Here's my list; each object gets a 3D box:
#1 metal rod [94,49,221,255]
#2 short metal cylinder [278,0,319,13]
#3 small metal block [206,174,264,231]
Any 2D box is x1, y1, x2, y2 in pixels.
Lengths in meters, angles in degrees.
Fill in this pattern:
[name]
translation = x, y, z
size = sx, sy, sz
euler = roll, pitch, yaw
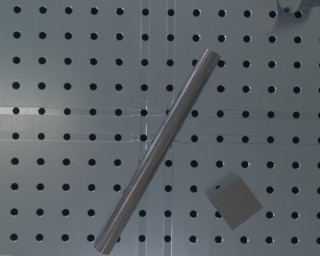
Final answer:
[metal rod]
translation = -0.004, 0.031, 0.413
size = 0.025, 0.025, 0.299
euler = 29, 90, 0
[short metal cylinder]
translation = 0.184, -0.191, 0.387
size = 0.050, 0.080, 0.080
euler = -14, 90, 0
[small metal block]
translation = 0.099, 0.098, 0.414
size = 0.050, 0.025, 0.050
euler = -37, 90, 0
